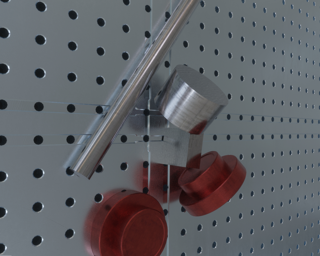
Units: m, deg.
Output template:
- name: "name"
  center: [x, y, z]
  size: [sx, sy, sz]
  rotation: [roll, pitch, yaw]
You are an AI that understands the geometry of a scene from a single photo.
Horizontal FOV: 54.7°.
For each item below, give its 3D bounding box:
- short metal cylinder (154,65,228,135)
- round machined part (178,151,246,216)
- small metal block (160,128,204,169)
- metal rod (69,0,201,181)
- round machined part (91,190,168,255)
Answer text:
- name: "short metal cylinder"
  center: [0.040, -0.037, 0.399]
  size: [0.081, 0.080, 0.050]
  rotation: [12, 126, -40]
- name: "round machined part"
  center: [0.063, 0.068, 0.419]
  size: [0.042, 0.098, 0.098]
  rotation: [50, 59, -8]
- name: "small metal block"
  center: [0.029, 0.027, 0.418]
  size: [0.025, 0.050, 0.050]
  rotation: [13, 82, -39]
- name: "metal rod"
  center: [-0.019, -0.070, 0.393]
  size: [0.025, 0.025, 0.300]
  rotation: [44, 64, -31]
- name: "round machined part"
  center: [-0.029, 0.128, 0.374]
  size: [0.099, 0.042, 0.097]
  rotation: [0, 90, -40]
